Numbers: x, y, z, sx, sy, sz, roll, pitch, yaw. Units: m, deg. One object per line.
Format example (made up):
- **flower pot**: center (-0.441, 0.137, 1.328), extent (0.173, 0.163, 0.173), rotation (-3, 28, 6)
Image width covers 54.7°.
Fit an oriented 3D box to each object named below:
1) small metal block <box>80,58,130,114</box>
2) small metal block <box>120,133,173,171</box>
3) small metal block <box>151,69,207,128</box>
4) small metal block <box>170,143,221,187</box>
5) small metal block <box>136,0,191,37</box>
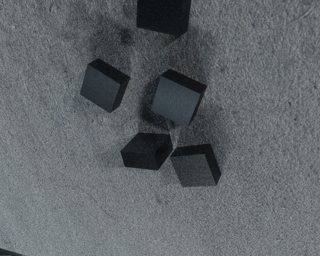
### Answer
- **small metal block**: center (-0.074, -0.056, 0.411), extent (0.050, 0.025, 0.050), rotation (32, 129, 7)
- **small metal block**: center (-0.017, 0.030, 0.418), extent (0.050, 0.050, 0.025), rotation (2, 120, 27)
- **small metal block**: center (0.022, -0.036, 0.373), extent (0.050, 0.025, 0.050), rotation (27, 128, 11)
- **small metal block**: center (0.048, 0.051, 0.413), extent (0.050, 0.025, 0.050), rotation (-9, 114, 32)
- **small metal block**: center (0.004, -0.129, 0.325), extent (0.050, 0.025, 0.050), rotation (18, 126, 18)
